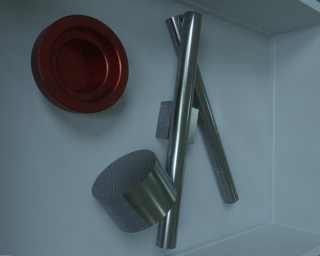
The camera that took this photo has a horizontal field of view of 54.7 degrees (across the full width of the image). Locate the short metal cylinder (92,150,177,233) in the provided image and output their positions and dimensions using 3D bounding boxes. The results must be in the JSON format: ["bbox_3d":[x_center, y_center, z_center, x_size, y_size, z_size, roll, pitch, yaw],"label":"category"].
[{"bbox_3d":[-0.028,0.069,0.349,0.080,0.080,0.050,-44,117,-31],"label":"short metal cylinder"}]

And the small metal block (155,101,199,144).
[{"bbox_3d":[0.024,-0.007,0.429,0.050,0.025,0.050,15,80,-39],"label":"small metal block"}]

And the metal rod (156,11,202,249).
[{"bbox_3d":[0.025,-0.001,0.397,0.025,0.025,0.298,11,83,-40],"label":"metal rod"}]

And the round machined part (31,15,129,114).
[{"bbox_3d":[-0.085,-0.064,0.325,0.099,0.042,0.097,0,90,-40],"label":"round machined part"}]

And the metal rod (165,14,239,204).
[{"bbox_3d":[0.068,-0.018,0.465,0.025,0.025,0.298,-32,110,-36],"label":"metal rod"}]
